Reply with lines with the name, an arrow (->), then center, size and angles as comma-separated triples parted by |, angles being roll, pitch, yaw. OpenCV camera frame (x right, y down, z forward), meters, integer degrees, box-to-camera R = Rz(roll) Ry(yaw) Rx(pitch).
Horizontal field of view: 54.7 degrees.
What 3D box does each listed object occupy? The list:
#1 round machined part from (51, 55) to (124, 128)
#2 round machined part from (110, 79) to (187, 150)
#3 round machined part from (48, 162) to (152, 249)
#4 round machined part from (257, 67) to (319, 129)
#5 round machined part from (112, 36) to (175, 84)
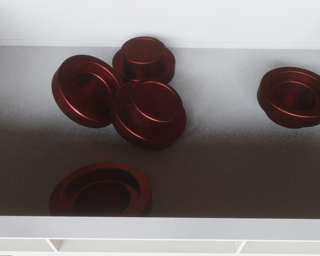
round machined part -> -0.095, -0.044, 0.409 | 0.099, 0.042, 0.098 | 22, 53, -32
round machined part -> -0.010, -0.024, 0.393 | 0.099, 0.042, 0.098 | 13, 51, -17
round machined part -> -0.057, 0.081, 0.313 | 0.099, 0.042, 0.098 | -2, 31, 1
round machined part -> 0.184, -0.037, 0.428 | 0.099, 0.042, 0.098 | 0, 50, 0
round machined part -> -0.025, -0.106, 0.483 | 0.099, 0.042, 0.098 | 0, 50, 0
